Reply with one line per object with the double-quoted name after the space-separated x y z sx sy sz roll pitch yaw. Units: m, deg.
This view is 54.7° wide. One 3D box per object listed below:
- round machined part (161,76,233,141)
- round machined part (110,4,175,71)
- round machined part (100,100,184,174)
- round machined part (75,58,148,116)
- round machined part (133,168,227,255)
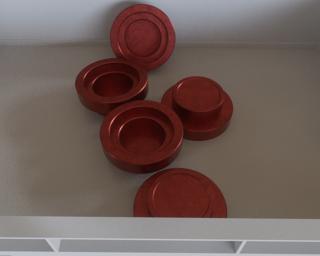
0.050 -0.033 0.423 0.099 0.042 0.098 0 50 0 "round machined part"
-0.027 -0.141 0.486 0.099 0.097 0.042 -2 19 -2 "round machined part"
-0.021 0.015 0.381 0.099 0.042 0.098 0 51 0 "round machined part"
-0.065 -0.053 0.436 0.099 0.042 0.098 -1 47 1 "round machined part"
0.021 0.083 0.325 0.099 0.042 0.098 0 50 0 "round machined part"
